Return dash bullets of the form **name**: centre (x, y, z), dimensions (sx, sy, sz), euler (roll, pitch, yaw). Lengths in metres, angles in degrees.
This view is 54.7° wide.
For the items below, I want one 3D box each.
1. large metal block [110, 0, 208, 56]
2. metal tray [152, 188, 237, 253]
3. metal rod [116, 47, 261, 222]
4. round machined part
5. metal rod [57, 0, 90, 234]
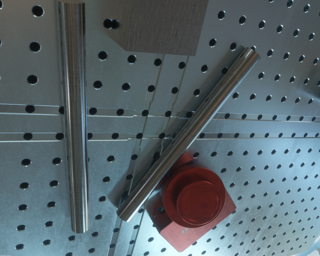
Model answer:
- **large metal block**: centre (-0.001, -0.123, 0.320), dimensions (0.081, 0.050, 0.079), euler (-3, 120, -28)
- **metal tray**: centre (0.062, 0.149, 0.537), dimensions (0.130, 0.030, 0.090), euler (-37, 130, -4)
- **metal rod**: centre (0.036, 0.015, 0.441), dimensions (0.025, 0.025, 0.299), euler (31, 101, -38)
- **round machined part**: centre (0.054, 0.108, 0.473), dimensions (0.099, 0.042, 0.097), euler (-1, 97, -10)
- **metal rod**: centre (-0.098, 0.010, 0.364), dimensions (0.025, 0.025, 0.298), euler (-8, 122, -25)
